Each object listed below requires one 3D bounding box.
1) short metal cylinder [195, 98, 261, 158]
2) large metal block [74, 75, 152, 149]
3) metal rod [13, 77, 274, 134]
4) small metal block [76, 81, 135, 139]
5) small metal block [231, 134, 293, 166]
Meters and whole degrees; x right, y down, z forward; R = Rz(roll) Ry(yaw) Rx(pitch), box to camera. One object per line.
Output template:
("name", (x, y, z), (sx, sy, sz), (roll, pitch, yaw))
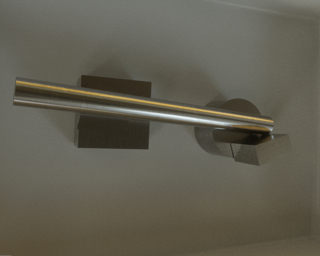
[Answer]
("short metal cylinder", (0.096, 0.001, 0.432), (0.081, 0.050, 0.079), (0, 90, -21))
("large metal block", (-0.058, -0.017, 0.373), (0.081, 0.050, 0.079), (3, 89, -20))
("metal rod", (0.007, -0.018, 0.338), (0.302, 0.025, 0.025), (6, 88, -28))
("small metal block", (-0.060, -0.018, 0.334), (0.050, 0.025, 0.050), (14, 85, -20))
("small metal block", (0.127, 0.026, 0.390), (0.050, 0.050, 0.025), (-15, 96, -20))
